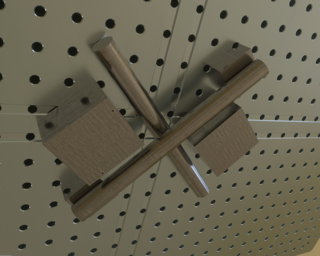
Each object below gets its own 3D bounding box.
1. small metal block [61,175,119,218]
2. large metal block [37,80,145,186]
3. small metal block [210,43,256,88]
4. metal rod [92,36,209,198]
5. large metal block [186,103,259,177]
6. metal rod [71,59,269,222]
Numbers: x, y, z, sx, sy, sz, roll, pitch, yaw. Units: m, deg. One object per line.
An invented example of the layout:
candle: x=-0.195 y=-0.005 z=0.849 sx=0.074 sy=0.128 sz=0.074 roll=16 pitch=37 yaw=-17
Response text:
small metal block: x=-0.093 y=0.085 z=0.413 sx=0.050 sy=0.025 sz=0.050 roll=-39 pitch=129 yaw=-2
large metal block: x=-0.078 y=0.006 z=0.356 sx=0.080 sy=0.050 sz=0.080 roll=-37 pitch=129 yaw=-3
small metal block: x=0.103 y=-0.077 z=0.420 sx=0.050 sy=0.025 sz=0.050 roll=-38 pitch=129 yaw=-3
metal rod: x=0.005 y=0.008 z=0.417 sx=0.025 sy=0.025 sz=0.300 roll=-37 pitch=129 yaw=-4
large metal block: x=0.085 y=0.011 z=0.448 sx=0.080 sy=0.050 sz=0.080 roll=-40 pitch=129 yaw=-1
metal rod: x=0.014 y=0.014 z=0.395 sx=0.301 sy=0.025 sz=0.025 roll=-38 pitch=129 yaw=-2
